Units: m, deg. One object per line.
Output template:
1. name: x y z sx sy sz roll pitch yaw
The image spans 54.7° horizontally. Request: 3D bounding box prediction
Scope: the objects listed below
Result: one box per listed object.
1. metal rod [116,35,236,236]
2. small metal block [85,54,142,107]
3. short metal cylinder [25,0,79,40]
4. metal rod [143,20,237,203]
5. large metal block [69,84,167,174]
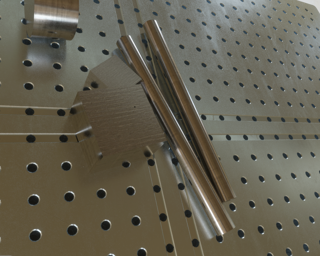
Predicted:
1. metal rod: 0.014 -0.002 0.417 0.025 0.025 0.299 -16 70 -35
2. small metal block: -0.062 -0.064 0.415 0.050 0.025 0.050 43 51 1
3. short metal cylinder: -0.139 -0.154 0.393 0.050 0.080 0.080 -4 64 -30
4. metal rod: 0.036 -0.036 0.451 0.025 0.025 0.299 -8 66 -32
5. large metal block: -0.051 -0.001 0.366 0.081 0.050 0.080 -13 68 -34
